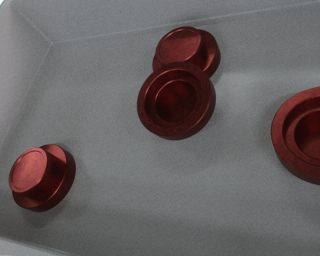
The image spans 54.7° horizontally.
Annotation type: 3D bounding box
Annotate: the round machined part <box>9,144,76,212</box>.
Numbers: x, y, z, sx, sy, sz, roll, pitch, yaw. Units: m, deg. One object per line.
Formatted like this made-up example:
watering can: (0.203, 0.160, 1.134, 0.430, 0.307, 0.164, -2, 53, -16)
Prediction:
round machined part: (-0.174, 0.066, 0.443, 0.098, 0.042, 0.098, -13, 56, 20)

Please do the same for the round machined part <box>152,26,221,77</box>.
round machined part: (0.033, -0.105, 0.441, 0.098, 0.042, 0.098, -13, 56, 20)

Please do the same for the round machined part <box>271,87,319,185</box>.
round machined part: (0.163, 0.011, 0.303, 0.098, 0.042, 0.098, -13, 56, 20)

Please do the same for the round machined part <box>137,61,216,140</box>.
round machined part: (0.024, -0.031, 0.393, 0.098, 0.042, 0.098, -9, 69, 24)
